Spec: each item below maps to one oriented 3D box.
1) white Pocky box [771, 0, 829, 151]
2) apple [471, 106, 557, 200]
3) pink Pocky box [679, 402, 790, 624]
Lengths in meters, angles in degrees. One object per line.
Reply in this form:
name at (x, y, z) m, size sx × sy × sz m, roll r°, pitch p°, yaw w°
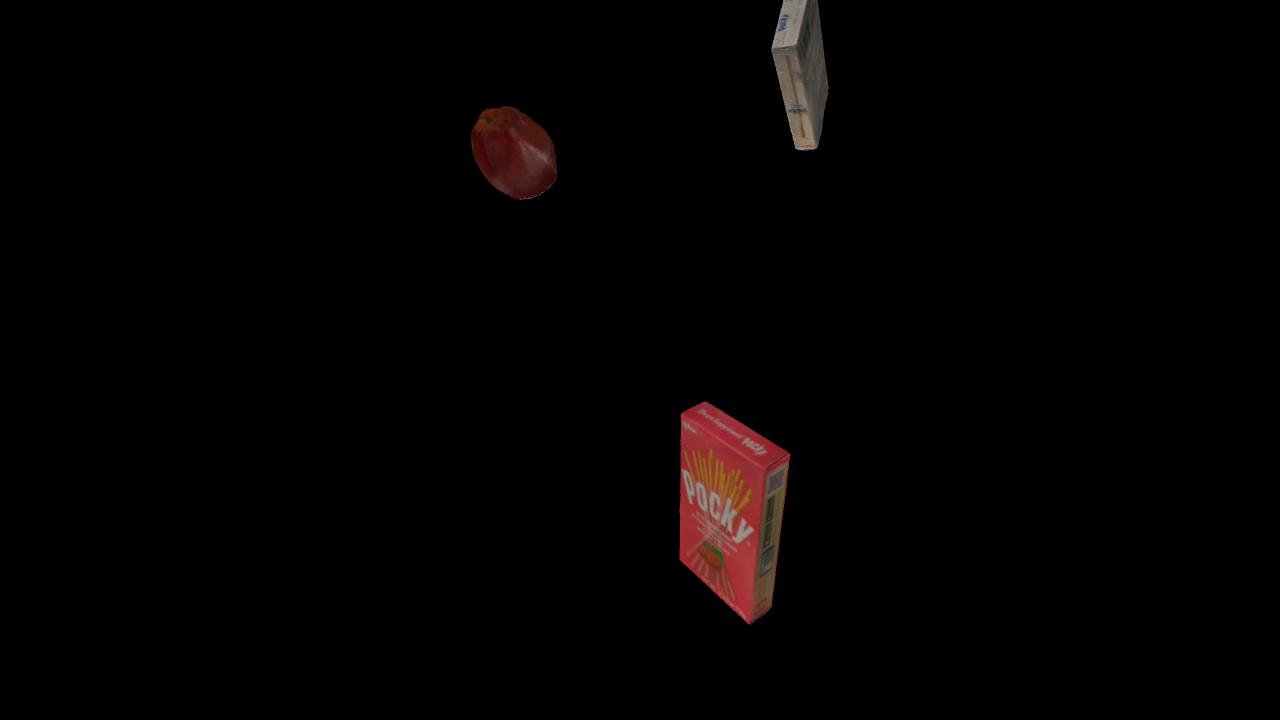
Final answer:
white Pocky box at (0.169, -0.298, 0.633) m, size 0.028 × 0.084 × 0.154 m, roll 8°, pitch -15°, yaw 25°
apple at (-0.126, -0.206, 0.618) m, size 0.079 × 0.079 × 0.093 m, roll 0°, pitch -25°, yaw 26°
pink Pocky box at (0.066, 0.115, 0.462) m, size 0.029 × 0.155 × 0.084 m, roll -22°, pitch 36°, yaw -32°
